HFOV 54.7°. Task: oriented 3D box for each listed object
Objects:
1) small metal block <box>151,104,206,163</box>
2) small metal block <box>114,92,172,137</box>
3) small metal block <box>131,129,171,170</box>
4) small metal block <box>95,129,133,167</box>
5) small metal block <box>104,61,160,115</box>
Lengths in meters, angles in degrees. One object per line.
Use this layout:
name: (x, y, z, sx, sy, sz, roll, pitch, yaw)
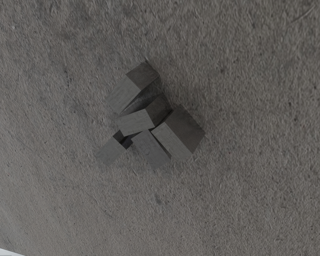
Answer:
small metal block: (0.024, 0.005, 0.381, 0.050, 0.050, 0.025, 49, 129, -7)
small metal block: (-0.020, -0.017, 0.391, 0.050, 0.050, 0.025, -17, 109, 35)
small metal block: (-0.009, 0.019, 0.403, 0.025, 0.050, 0.050, -33, 102, 14)
small metal block: (-0.056, 0.021, 0.433, 0.025, 0.050, 0.050, 45, 129, -3)
small metal block: (-0.034, -0.050, 0.378, 0.025, 0.050, 0.050, 46, 129, -4)
